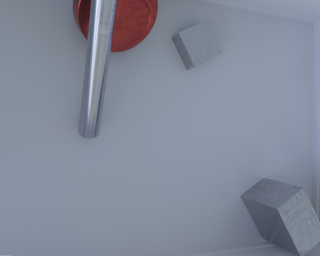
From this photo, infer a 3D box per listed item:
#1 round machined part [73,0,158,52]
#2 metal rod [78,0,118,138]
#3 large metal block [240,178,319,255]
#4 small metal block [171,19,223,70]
[{"bbox_3d":[-0.046,-0.132,0.358,0.099,0.042,0.097,-19,137,-19],"label":"round machined part"},{"bbox_3d":[-0.056,-0.119,0.306,0.025,0.025,0.298,2,123,-20],"label":"metal rod"},{"bbox_3d":[0.175,0.125,0.448,0.050,0.080,0.080,-32,101,-17],"label":"large metal block"},{"bbox_3d":[0.052,-0.115,0.431,0.050,0.025,0.050,-30,100,-18],"label":"small metal block"}]
